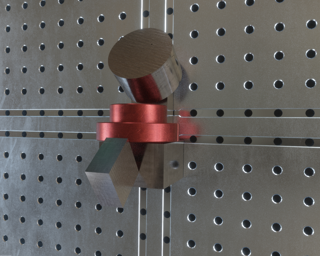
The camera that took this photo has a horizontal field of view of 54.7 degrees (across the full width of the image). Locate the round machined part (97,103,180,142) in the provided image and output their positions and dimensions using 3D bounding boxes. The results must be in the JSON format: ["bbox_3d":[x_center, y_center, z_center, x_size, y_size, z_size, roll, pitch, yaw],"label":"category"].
[{"bbox_3d":[-0.026,-0.007,0.371,0.098,0.098,0.042,1,91,19],"label":"round machined part"}]

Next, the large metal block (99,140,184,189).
[{"bbox_3d":[-0.020,0.041,0.389,0.080,0.080,0.050,1,91,19],"label":"large metal block"}]

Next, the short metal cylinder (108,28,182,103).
[{"bbox_3d":[-0.017,-0.078,0.387,0.080,0.050,0.080,-8,58,14],"label":"short metal cylinder"}]

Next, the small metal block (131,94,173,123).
[{"bbox_3d":[-0.010,-0.031,0.414,0.050,0.025,0.050,1,90,19],"label":"small metal block"}]

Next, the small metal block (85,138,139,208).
[{"bbox_3d":[-0.047,0.045,0.318,0.025,0.050,0.050,1,129,19],"label":"small metal block"}]
